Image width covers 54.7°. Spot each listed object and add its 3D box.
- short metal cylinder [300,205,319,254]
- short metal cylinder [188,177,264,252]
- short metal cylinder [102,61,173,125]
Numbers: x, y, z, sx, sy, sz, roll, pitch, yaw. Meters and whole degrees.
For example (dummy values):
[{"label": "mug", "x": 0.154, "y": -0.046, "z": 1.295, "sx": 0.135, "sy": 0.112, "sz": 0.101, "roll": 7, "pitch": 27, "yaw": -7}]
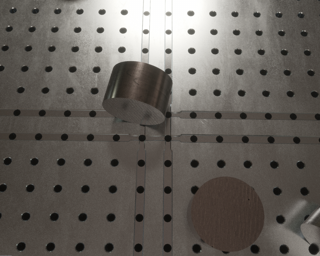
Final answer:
[{"label": "short metal cylinder", "x": 0.207, "y": 0.119, "z": 0.342, "sx": 0.050, "sy": 0.080, "sz": 0.080, "roll": -41, "pitch": 75, "yaw": -13}, {"label": "short metal cylinder", "x": 0.074, "y": 0.101, "z": 0.362, "sx": 0.081, "sy": 0.050, "sz": 0.080, "roll": 0, "pitch": 70, "yaw": 0}, {"label": "short metal cylinder", "x": -0.028, "y": -0.042, "z": 0.398, "sx": 0.080, "sy": 0.080, "sz": 0.050, "roll": 11, "pitch": 71, "yaw": 4}]
